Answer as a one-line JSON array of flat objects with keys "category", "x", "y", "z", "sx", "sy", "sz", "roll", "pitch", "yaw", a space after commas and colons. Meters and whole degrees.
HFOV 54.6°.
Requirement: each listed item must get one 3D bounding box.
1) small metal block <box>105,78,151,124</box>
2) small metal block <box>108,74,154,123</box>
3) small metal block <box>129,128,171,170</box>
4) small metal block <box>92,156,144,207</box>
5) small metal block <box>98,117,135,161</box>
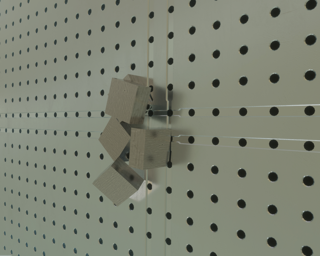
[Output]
[{"category": "small metal block", "x": -0.043, "y": -0.036, "z": 0.414, "sx": 0.050, "sy": 0.025, "sz": 0.050, "roll": 22, "pitch": 104, "yaw": 37}, {"category": "small metal block", "x": -0.043, "y": -0.041, "z": 0.446, "sx": 0.050, "sy": 0.025, "sz": 0.050, "roll": -38, "pitch": 67, "yaw": 33}, {"category": "small metal block", "x": -0.012, "y": 0.025, "z": 0.404, "sx": 0.025, "sy": 0.050, "sz": 0.050, "roll": 7, "pitch": 95, "yaw": 40}, {"category": "small metal block", "x": -0.060, "y": 0.077, "z": 0.446, "sx": 0.050, "sy": 0.025, "sz": 0.050, "roll": 44, "pitch": 122, "yaw": -6}, {"category": "small metal block", "x": -0.059, "y": 0.015, "z": 0.459, "sx": 0.050, "sy": 0.025, "sz": 0.050, "roll": 48, "pitch": 119, "yaw": 29}]
